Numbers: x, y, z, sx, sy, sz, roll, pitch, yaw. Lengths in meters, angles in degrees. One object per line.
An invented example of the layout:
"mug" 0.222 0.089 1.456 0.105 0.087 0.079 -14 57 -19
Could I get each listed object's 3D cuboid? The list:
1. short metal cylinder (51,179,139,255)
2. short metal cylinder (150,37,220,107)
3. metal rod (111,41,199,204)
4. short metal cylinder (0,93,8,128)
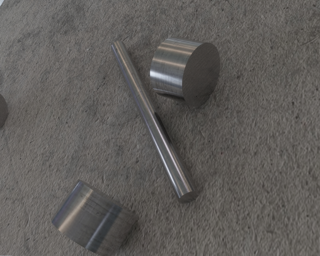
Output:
"short metal cylinder" -0.071 0.099 0.345 0.080 0.080 0.050 23 74 36
"short metal cylinder" 0.033 -0.072 0.395 0.050 0.080 0.080 23 74 36
"metal rod" -0.020 -0.030 0.432 0.025 0.025 0.300 -32 52 8
"short metal cylinder" -0.328 -0.032 0.561 0.050 0.080 0.080 -3 61 27
